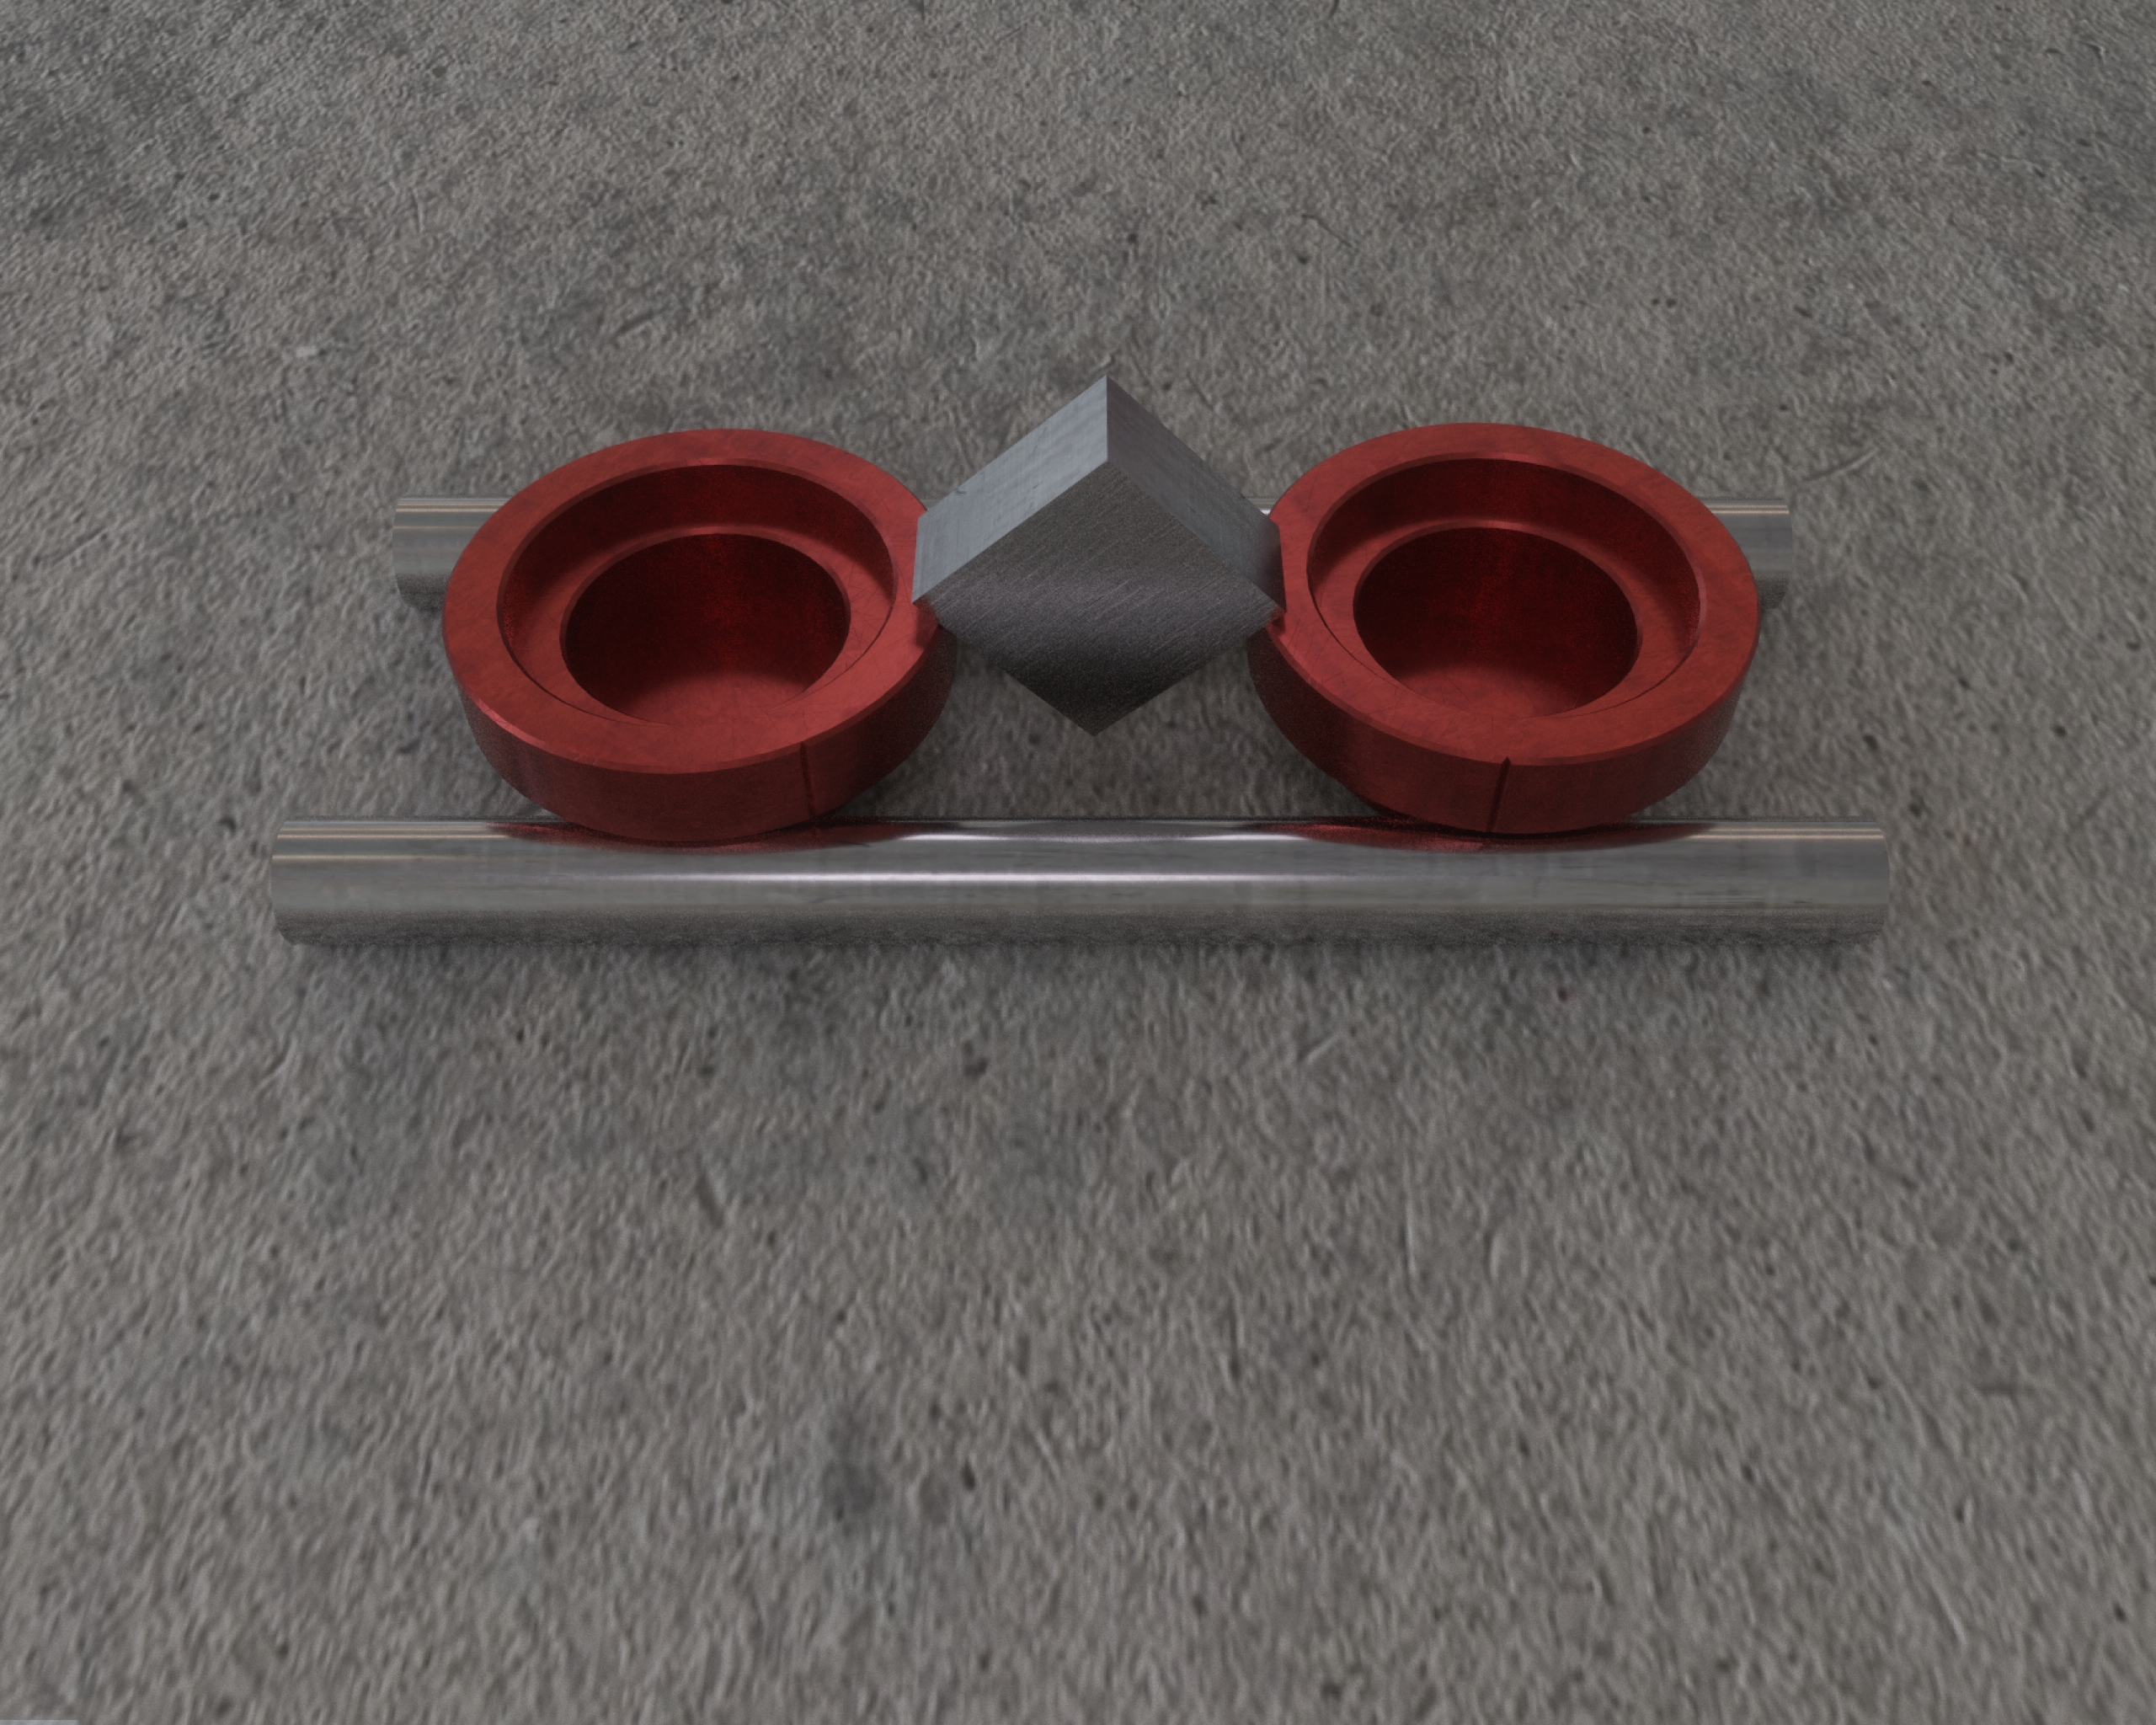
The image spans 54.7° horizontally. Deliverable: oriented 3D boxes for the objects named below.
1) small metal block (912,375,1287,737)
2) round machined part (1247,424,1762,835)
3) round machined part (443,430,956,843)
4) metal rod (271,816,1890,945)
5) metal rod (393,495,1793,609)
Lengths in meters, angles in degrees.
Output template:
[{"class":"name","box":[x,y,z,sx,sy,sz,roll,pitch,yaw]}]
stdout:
[{"class":"small metal block","box":[0.004,-0.058,0.403,0.050,0.050,0.025,-31,40,31]},{"class":"round machined part","box":[0.083,-0.042,0.423,0.099,0.042,0.098,0,50,0]},{"class":"round machined part","box":[-0.074,-0.040,0.421,0.099,0.042,0.098,0,50,0]},{"class":"metal rod","box":[0.001,0.003,0.401,0.302,0.025,0.025,0,50,0]},{"class":"metal rod","box":[0.004,-0.069,0.462,0.302,0.025,0.025,0,50,0]}]
